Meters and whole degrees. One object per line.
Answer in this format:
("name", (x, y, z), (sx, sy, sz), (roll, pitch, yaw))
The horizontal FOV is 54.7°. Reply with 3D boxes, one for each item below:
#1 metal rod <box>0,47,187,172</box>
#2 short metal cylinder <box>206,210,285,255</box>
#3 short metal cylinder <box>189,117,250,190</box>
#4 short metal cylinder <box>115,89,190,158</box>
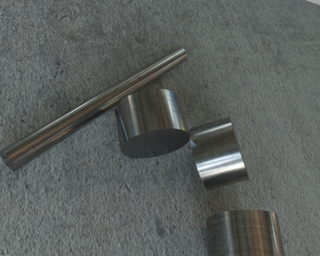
("metal rod", (-0.058, -0.042, 0.397), (0.025, 0.025, 0.302), (47, 51, 4))
("short metal cylinder", (0.093, 0.126, 0.341), (0.081, 0.080, 0.050), (14, 56, -21))
("short metal cylinder", (0.073, 0.031, 0.381), (0.080, 0.050, 0.080), (-18, 90, -76))
("short metal cylinder", (-0.010, -0.003, 0.365), (0.081, 0.080, 0.050), (1, 62, -28))
